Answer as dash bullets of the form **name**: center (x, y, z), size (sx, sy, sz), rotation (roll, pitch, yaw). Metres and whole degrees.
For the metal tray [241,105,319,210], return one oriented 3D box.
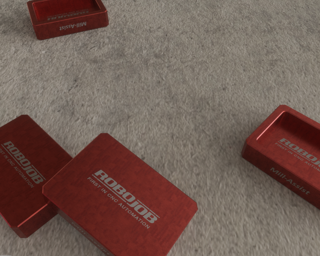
- **metal tray**: center (0.178, 0.035, 0.372), size (0.130, 0.030, 0.090), rotation (36, 58, 26)

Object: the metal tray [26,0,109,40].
- **metal tray**: center (-0.171, -0.213, 0.576), size (0.131, 0.030, 0.090), rotation (-17, 52, -15)

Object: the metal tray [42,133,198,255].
- **metal tray**: center (-0.039, 0.076, 0.315), size (0.130, 0.030, 0.090), rotation (37, 58, 9)

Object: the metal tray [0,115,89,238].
- **metal tray**: center (-0.157, 0.048, 0.357), size (0.130, 0.030, 0.090), rotation (36, 58, 26)
